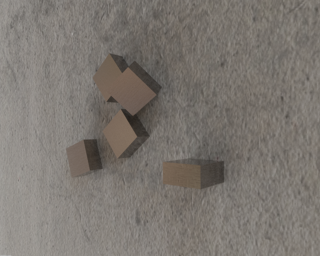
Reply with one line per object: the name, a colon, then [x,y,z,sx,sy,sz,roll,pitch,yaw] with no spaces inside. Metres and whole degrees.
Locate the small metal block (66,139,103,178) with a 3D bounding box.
small metal block: [-0.124,0.050,0.504,0.050,0.025,0.050,-24,75,37]

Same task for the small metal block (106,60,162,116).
small metal block: [-0.035,-0.053,0.416,0.050,0.025,0.050,44,123,-11]

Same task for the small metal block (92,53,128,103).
small metal block: [-0.068,-0.073,0.458,0.050,0.025,0.050,-47,62,29]

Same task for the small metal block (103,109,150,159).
small metal block: [-0.049,0.008,0.443,0.050,0.025,0.050,-47,63,29]

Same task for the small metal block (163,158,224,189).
small metal block: [0.039,0.051,0.355,0.050,0.050,0.025,0,90,39]
